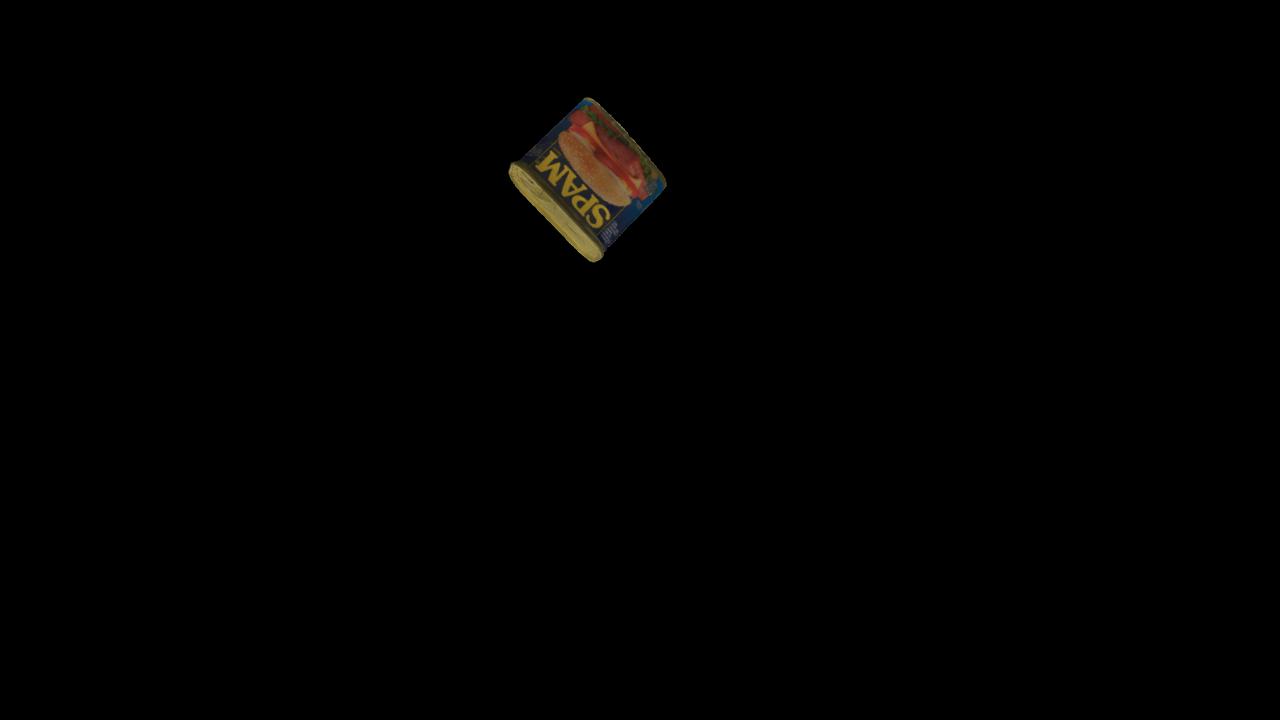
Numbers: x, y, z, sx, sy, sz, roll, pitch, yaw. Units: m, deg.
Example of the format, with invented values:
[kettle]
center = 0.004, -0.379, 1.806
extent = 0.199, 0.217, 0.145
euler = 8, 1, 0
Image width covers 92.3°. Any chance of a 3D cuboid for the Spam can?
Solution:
[Spam can]
center = -0.041, -0.147, 0.505
extent = 0.101, 0.085, 0.058
euler = 45, -11, -15
